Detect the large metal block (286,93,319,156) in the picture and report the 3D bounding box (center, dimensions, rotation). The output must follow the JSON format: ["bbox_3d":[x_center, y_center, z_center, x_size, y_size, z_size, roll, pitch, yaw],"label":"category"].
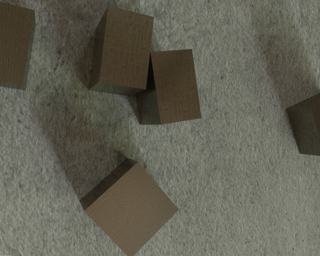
[{"bbox_3d":[0.261,-0.009,0.495,0.081,0.050,0.080,-23,98,-19],"label":"large metal block"}]

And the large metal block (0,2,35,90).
[{"bbox_3d":[-0.182,-0.088,0.329,0.081,0.050,0.080,8,87,-20],"label":"large metal block"}]

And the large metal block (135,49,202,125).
[{"bbox_3d":[0.005,-0.047,0.382,0.050,0.080,0.079,-9,94,-20],"label":"large metal block"}]

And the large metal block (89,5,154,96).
[{"bbox_3d":[-0.048,-0.084,0.363,0.050,0.080,0.080,7,88,-20],"label":"large metal block"}]

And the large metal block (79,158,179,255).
[{"bbox_3d":[-0.039,0.095,0.382,0.080,0.050,0.080,-42,104,-15],"label":"large metal block"}]
